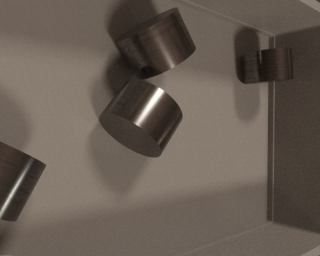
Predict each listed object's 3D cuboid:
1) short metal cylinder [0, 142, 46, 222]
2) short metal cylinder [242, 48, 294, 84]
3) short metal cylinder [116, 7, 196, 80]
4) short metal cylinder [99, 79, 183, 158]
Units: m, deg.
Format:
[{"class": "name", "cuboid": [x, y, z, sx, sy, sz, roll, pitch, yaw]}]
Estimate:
[{"class": "short metal cylinder", "cuboid": [-0.143, 0.036, 0.252, 0.080, 0.080, 0.050, 36, 68, -35]}, {"class": "short metal cylinder", "cuboid": [0.183, -0.104, 0.527, 0.081, 0.080, 0.050, -9, 96, -40]}, {"class": "short metal cylinder", "cuboid": [-0.004, -0.100, 0.369, 0.080, 0.080, 0.050, -45, 117, -31]}, {"class": "short metal cylinder", "cuboid": [-0.021, -0.010, 0.355, 0.080, 0.080, 0.050, 47, 62, -30]}]
